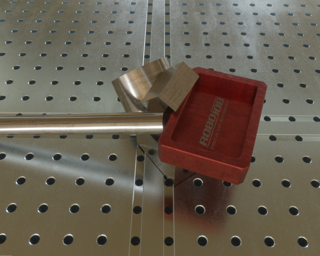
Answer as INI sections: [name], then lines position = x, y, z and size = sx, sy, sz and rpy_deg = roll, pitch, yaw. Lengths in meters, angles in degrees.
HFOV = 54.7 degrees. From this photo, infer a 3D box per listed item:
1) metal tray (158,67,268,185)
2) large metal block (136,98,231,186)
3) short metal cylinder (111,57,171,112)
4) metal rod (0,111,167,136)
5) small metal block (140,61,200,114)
[metal tray]
position = 0.062, -0.009, 0.344
size = 0.090, 0.030, 0.130
rpy_deg = 16, 51, 13
[large metal block]
position = 0.026, 0.010, 0.381
size = 0.081, 0.050, 0.080
rpy_deg = -28, 56, -22
[short metal cylinder]
position = -0.017, -0.054, 0.409
size = 0.081, 0.080, 0.050
rpy_deg = -28, 99, -22
[metal rod]
position = -0.141, -0.003, 0.370
size = 0.301, 0.025, 0.025
rpy_deg = -1, 49, 13
[small metal block]
position = 0.010, -0.043, 0.350
size = 0.025, 0.050, 0.050
rpy_deg = 40, 72, -18
